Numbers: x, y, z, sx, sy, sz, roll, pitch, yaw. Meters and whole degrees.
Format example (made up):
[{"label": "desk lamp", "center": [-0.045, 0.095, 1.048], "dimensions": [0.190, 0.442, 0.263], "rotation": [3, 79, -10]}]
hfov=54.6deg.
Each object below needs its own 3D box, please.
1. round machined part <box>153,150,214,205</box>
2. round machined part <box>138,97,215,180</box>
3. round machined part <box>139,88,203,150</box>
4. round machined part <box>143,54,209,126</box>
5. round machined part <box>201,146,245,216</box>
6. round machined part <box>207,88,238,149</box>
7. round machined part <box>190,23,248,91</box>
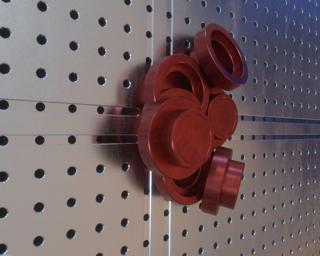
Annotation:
[{"label": "round machined part", "center": [0.028, 0.052, 0.420], "dimensions": [0.099, 0.042, 0.097], "rotation": [0, 90, -40]}, {"label": "round machined part", "center": [0.026, 0.012, 0.364], "dimensions": [0.099, 0.042, 0.097], "rotation": [0, 90, -40]}, {"label": "round machined part", "center": [0.012, -0.002, 0.406], "dimensions": [0.099, 0.042, 0.097], "rotation": [0, 90, -40]}, {"label": "round machined part", "center": [0.017, -0.046, 0.411], "dimensions": [0.099, 0.042, 0.097], "rotation": [0, 90, -40]}, {"label": "round machined part", "center": [0.093, 0.078, 0.443], "dimensions": [0.098, 0.042, 0.098], "rotation": [13, 91, -73]}, {"label": "round machined part", "center": [0.079, -0.016, 0.463], "dimensions": [0.099, 0.042, 0.097], "rotation": [0, 90, -40]}, {"label": "round machined part", "center": [0.082, -0.097, 0.450], "dimensions": [0.098, 0.042, 0.098], "rotation": [24, 53, -36]}]
